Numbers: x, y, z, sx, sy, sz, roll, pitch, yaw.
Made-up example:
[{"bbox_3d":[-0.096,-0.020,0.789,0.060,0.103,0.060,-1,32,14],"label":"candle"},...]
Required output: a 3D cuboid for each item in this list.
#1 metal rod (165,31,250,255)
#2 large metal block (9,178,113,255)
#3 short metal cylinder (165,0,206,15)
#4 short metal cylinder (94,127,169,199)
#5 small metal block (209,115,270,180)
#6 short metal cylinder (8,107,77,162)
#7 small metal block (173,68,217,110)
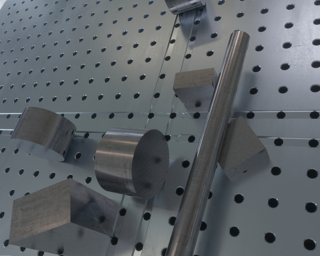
[{"bbox_3d":[0.055,0.018,0.336,0.025,0.025,0.300,6,65,31],"label":"metal rod"},{"bbox_3d":[-0.113,0.108,0.366,0.080,0.080,0.050,-23,54,15],"label":"large metal block"},{"bbox_3d":[0.036,-0.229,0.494,0.050,0.080,0.080,-11,57,23],"label":"short metal cylinder"},{"bbox_3d":[-0.031,0.040,0.365,0.050,0.080,0.080,4,64,30],"label":"short metal cylinder"},{"bbox_3d":[0.086,0.022,0.350,0.050,0.025,0.050,-32,52,7],"label":"small metal block"},{"bbox_3d":[-0.171,0.011,0.456,0.080,0.080,0.050,1,63,29],"label":"short metal cylinder"},{"bbox_3d":[0.051,-0.048,0.395,0.050,0.050,0.025,-3,61,27],"label":"small metal block"}]
